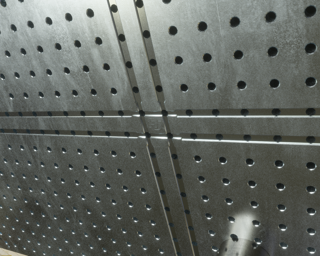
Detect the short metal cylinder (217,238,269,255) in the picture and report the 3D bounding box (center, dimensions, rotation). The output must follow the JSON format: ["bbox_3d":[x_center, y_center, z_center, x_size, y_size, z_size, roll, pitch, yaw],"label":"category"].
[{"bbox_3d":[0.121,0.213,0.462,0.080,0.050,0.079,13,124,21],"label":"short metal cylinder"}]
